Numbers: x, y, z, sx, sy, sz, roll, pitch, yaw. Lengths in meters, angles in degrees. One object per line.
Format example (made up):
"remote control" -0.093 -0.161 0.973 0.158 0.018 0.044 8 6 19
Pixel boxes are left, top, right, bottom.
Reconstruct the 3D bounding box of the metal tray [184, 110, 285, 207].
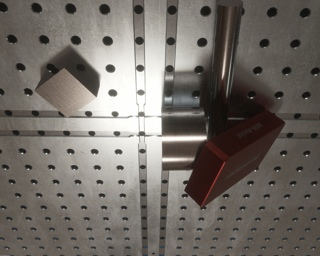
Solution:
"metal tray" 0.095 0.036 0.389 0.131 0.030 0.089 -23 143 -38

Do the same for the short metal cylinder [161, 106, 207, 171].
"short metal cylinder" 0.028 0.013 0.387 0.050 0.080 0.079 -1 130 0

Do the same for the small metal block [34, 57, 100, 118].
"small metal block" -0.110 -0.047 0.370 0.050 0.025 0.050 -30 125 22

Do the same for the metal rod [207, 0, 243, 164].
"metal rod" 0.076 -0.011 0.403 0.025 0.025 0.298 -2 130 1
